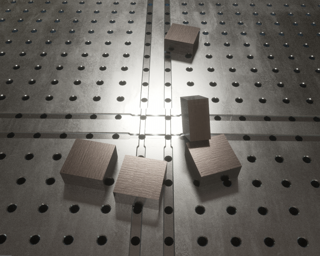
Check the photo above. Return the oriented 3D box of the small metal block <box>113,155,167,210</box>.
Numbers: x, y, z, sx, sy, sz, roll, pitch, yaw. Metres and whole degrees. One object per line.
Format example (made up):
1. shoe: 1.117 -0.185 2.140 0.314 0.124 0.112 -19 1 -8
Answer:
1. small metal block: -0.021 0.062 0.356 0.050 0.025 0.050 9 50 7

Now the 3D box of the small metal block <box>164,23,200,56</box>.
1. small metal block: 0.039 -0.154 0.538 0.050 0.025 0.050 14 51 11

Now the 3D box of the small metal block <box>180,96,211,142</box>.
1. small metal block: 0.044 -0.014 0.390 0.025 0.050 0.050 -6 11 -5

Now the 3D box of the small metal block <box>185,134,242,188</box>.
1. small metal block: 0.063 0.039 0.376 0.050 0.025 0.050 -13 51 -11

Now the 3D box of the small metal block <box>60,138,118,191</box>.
1. small metal block: -0.083 0.043 0.370 0.050 0.025 0.050 9 51 7
